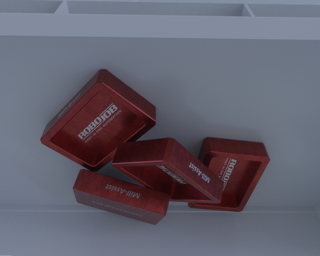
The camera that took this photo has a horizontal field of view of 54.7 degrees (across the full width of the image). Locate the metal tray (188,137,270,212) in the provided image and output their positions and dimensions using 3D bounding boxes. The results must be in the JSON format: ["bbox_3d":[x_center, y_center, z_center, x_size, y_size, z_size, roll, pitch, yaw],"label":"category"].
[{"bbox_3d":[0.098,0.075,0.469,0.091,0.030,0.129,6,130,-6],"label":"metal tray"}]

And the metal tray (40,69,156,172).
[{"bbox_3d":[-0.080,-0.004,0.401,0.090,0.030,0.130,36,121,-27],"label":"metal tray"}]

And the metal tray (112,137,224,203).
[{"bbox_3d":[0.014,0.060,0.403,0.090,0.030,0.130,-8,144,38],"label":"metal tray"}]

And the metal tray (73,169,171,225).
[{"bbox_3d":[-0.058,0.105,0.459,0.131,0.030,0.090,17,153,-3],"label":"metal tray"}]
